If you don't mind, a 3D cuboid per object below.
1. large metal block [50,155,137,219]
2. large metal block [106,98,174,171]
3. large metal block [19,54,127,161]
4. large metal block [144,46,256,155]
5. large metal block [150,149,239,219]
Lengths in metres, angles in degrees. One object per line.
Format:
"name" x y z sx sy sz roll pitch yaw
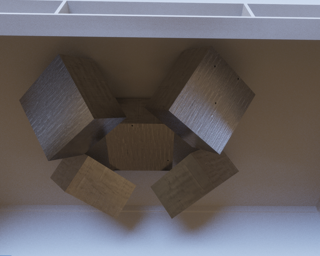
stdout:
"large metal block" -0.093 0.074 0.425 0.080 0.050 0.080 38 165 -28
"large metal block" -0.024 0.009 0.397 0.081 0.050 0.079 0 130 -1
"large metal block" -0.097 -0.021 0.341 0.080 0.080 0.050 -38 164 27
"large metal block" 0.045 -0.030 0.338 0.080 0.050 0.080 39 76 -28
"large metal block" 0.048 0.069 0.421 0.080 0.050 0.081 -44 163 30
